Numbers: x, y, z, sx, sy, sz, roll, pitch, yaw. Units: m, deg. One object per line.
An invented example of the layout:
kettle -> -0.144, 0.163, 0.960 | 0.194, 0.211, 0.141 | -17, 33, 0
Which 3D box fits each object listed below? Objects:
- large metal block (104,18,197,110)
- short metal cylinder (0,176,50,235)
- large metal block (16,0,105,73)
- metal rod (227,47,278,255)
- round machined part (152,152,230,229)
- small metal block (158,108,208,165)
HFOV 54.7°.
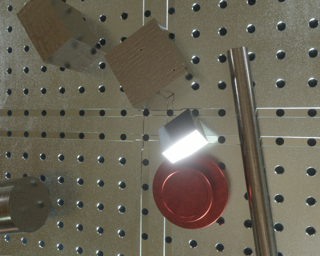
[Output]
large metal block -> -0.012, -0.079, 0.403 | 0.080, 0.050, 0.080 | -33, 80, 17
short metal cylinder -> -0.211, 0.115, 0.458 | 0.050, 0.080, 0.080 | -12, 86, 20
large metal block -> -0.135, -0.131, 0.431 | 0.050, 0.080, 0.080 | -35, 79, 17
metal rod -> 0.114, 0.052, 0.372 | 0.025, 0.025, 0.298 | -8, 87, 20
round machined part -> 0.036, 0.079, 0.391 | 0.098, 0.042, 0.097 | 0, 90, 20
small metal block -> 0.027, 0.010, 0.387 | 0.050, 0.050, 0.025 | -36, 120, 16
